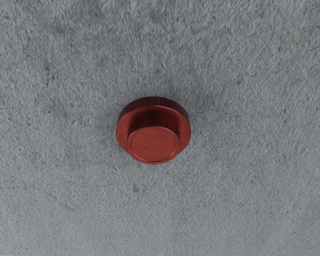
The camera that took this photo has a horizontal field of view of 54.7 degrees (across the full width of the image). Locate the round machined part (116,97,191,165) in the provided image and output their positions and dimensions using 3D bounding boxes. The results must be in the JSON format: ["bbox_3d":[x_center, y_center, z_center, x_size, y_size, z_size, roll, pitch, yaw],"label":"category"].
[{"bbox_3d":[-0.008,0.010,0.406,0.099,0.042,0.097,-1,130,0],"label":"round machined part"}]
